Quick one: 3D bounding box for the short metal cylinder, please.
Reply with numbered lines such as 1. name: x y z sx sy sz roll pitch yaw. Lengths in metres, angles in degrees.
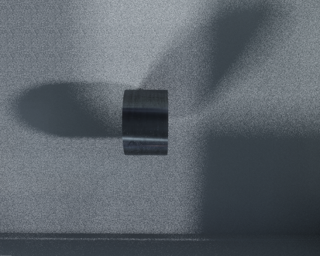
1. short metal cylinder: -0.016 -0.007 0.377 0.050 0.080 0.079 0 110 -1
